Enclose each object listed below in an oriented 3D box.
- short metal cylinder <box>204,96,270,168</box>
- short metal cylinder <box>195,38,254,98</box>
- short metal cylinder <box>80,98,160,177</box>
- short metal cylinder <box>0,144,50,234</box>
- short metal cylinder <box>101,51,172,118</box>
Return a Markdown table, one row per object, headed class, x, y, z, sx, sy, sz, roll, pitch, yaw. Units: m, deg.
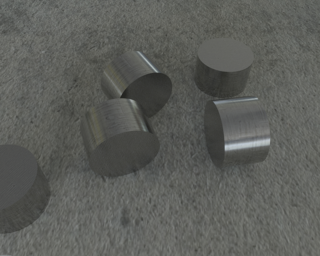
| class | x | y | z | sx | sy | sz | roll | pitch | yaw |
| --- | --- | --- | --- | --- | --- | --- | --- | --- | --- |
| short metal cylinder | 0.087 | 0.004 | 0.365 | 0.050 | 0.080 | 0.080 | -7 | 51 | -6 |
| short metal cylinder | 0.094 | -0.091 | 0.465 | 0.081 | 0.050 | 0.080 | 0 | 50 | 0 |
| short metal cylinder | -0.046 | 0.012 | 0.357 | 0.081 | 0.080 | 0.050 | -15 | 52 | -13 |
| short metal cylinder | -0.165 | 0.064 | 0.331 | 0.081 | 0.050 | 0.080 | 0 | 50 | 0 |
| short metal cylinder | -0.031 | -0.054 | 0.413 | 0.081 | 0.080 | 0.050 | -25 | 55 | -20 |
